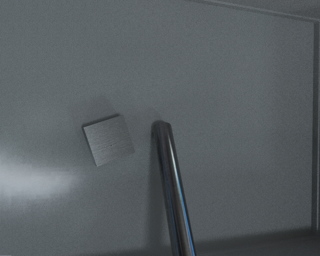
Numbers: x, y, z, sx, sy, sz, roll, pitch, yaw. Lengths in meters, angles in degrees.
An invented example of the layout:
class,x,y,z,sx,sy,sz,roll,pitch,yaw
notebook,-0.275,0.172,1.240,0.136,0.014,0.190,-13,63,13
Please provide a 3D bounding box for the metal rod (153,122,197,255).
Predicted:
class,x,y,z,sx,sy,sz,roll,pitch,yaw
metal rod,0.024,0.122,0.333,0.025,0.025,0.299,4,54,-20

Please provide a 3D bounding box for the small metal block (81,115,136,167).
class,x,y,z,sx,sy,sz,roll,pitch,yaw
small metal block,-0.065,0.015,0.387,0.050,0.025,0.050,-19,97,-19
